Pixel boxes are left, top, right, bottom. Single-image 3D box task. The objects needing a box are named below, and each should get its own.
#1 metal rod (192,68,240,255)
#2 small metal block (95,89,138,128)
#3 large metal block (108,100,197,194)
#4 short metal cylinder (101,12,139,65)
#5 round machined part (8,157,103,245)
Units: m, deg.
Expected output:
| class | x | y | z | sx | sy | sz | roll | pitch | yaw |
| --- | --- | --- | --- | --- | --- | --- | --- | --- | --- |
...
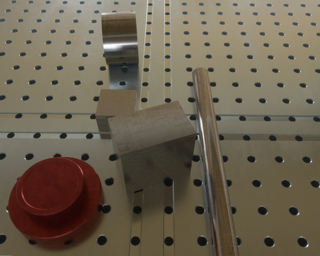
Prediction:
| class | x | y | z | sx | sy | sz | roll | pitch | yaw |
| --- | --- | --- | --- | --- | --- | --- | --- | --- | --- |
| metal rod | 0.064 | 0.031 | 0.382 | 0.025 | 0.025 | 0.300 | 0 | 50 | -1 |
| small metal block | -0.059 | -0.027 | 0.430 | 0.050 | 0.025 | 0.050 | 2 | 50 | 1 |
| large metal block | -0.009 | 0.023 | 0.353 | 0.081 | 0.080 | 0.050 | -16 | 52 | -13 |
| short metal cylinder | -0.062 | -0.141 | 0.490 | 0.050 | 0.080 | 0.080 | -4 | 50 | -4 |
| round machined part | -0.113 | 0.071 | 0.335 | 0.099 | 0.042 | 0.098 | 0 | 50 | 0 |
